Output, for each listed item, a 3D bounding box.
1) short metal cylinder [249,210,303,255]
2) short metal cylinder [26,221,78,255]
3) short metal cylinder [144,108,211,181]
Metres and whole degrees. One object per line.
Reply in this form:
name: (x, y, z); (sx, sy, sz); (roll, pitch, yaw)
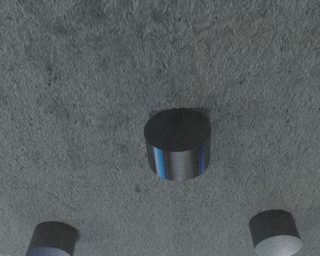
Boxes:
short metal cylinder: (0.205, 0.191, 0.555); (0.081, 0.050, 0.079); (0, 130, 0)
short metal cylinder: (-0.198, 0.217, 0.574); (0.081, 0.050, 0.079); (0, 130, 0)
short metal cylinder: (0.023, 0.019, 0.388); (0.080, 0.080, 0.050); (-4, 130, 3)
